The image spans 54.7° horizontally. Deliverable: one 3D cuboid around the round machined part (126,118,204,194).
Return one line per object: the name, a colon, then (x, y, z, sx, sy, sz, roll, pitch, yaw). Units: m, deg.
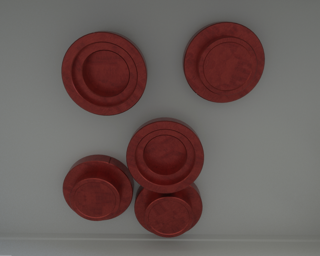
round machined part: (0.007, 0.033, 0.411, 0.099, 0.042, 0.097, 0, 104, 1)

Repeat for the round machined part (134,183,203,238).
round machined part: (0.012, 0.117, 0.445, 0.099, 0.042, 0.097, 0, 110, 0)

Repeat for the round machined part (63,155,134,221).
round machined part: (-0.087, 0.090, 0.435, 0.099, 0.042, 0.097, 0, 110, 0)

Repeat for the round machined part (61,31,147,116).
round machined part: (-0.064, -0.068, 0.377, 0.099, 0.042, 0.097, 0, 110, 0)

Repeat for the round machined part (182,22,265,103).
round machined part: (0.078, -0.077, 0.374, 0.099, 0.042, 0.097, 0, 110, 0)
